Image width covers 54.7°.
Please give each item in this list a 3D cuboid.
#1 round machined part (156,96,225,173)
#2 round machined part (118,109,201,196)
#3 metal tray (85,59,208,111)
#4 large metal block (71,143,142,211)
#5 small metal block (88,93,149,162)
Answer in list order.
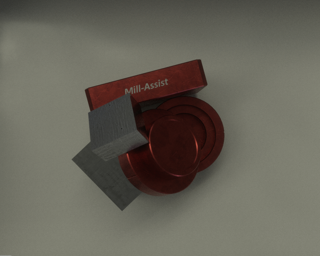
[{"bbox_3d":[0.031,0.009,0.403,0.099,0.042,0.097,0,90,-1],"label":"round machined part"},{"bbox_3d":[0.006,0.024,0.344,0.099,0.042,0.098,14,65,-31],"label":"round machined part"},{"bbox_3d":[-0.015,-0.045,0.377,0.131,0.090,0.030,-15,91,-1],"label":"metal tray"},{"bbox_3d":[-0.052,0.046,0.382,0.050,0.080,0.080,-44,91,0],"label":"large metal block"},{"bbox_3d":[-0.044,-0.001,0.317,0.050,0.025,0.050,-24,51,12],"label":"small metal block"}]
